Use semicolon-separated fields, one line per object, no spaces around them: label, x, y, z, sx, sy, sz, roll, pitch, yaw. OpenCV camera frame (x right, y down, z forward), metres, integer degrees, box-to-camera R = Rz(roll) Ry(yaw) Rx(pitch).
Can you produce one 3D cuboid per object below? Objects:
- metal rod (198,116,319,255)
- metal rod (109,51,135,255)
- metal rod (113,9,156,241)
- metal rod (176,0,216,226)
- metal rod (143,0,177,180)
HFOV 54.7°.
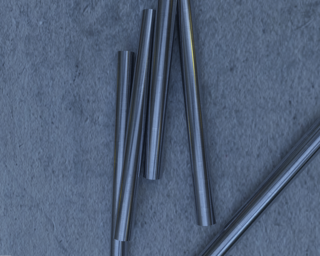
metal rod;0.103;0.109;0.372;0.025;0.025;0.299;40;102;15
metal rod;-0.052;0.046;0.426;0.025;0.025;0.298;3;91;19
metal rod;-0.030;-0.005;0.407;0.025;0.025;0.298;6;88;19
metal rod;0.043;-0.029;0.393;0.025;0.025;0.298;-6;88;19
metal rod;0.002;-0.082;0.392;0.025;0.025;0.298;7;98;19
